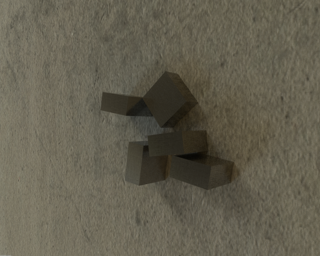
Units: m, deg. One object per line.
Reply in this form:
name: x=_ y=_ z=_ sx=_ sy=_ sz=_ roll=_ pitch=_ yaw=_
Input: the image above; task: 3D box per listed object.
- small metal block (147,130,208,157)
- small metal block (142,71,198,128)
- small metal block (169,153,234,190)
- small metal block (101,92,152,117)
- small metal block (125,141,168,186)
small metal block: x=0.022 y=0.018 z=0.369 sx=0.050 sy=0.050 sz=0.025 roll=-9 pitch=84 yaw=39
small metal block: x=0.012 y=-0.035 z=0.393 sx=0.050 sy=0.025 sz=0.050 roll=-46 pitch=63 yaw=30
small metal block: x=0.047 y=0.047 z=0.348 sx=0.050 sy=0.050 sz=0.025 roll=13 pitch=98 yaw=39
small metal block: x=-0.044 y=-0.032 z=0.423 sx=0.050 sy=0.050 sz=0.025 roll=13 pitch=99 yaw=39
small metal block: x=-0.016 y=0.044 z=0.400 sx=0.025 sy=0.050 sz=0.050 roll=11 pitch=97 yaw=39
